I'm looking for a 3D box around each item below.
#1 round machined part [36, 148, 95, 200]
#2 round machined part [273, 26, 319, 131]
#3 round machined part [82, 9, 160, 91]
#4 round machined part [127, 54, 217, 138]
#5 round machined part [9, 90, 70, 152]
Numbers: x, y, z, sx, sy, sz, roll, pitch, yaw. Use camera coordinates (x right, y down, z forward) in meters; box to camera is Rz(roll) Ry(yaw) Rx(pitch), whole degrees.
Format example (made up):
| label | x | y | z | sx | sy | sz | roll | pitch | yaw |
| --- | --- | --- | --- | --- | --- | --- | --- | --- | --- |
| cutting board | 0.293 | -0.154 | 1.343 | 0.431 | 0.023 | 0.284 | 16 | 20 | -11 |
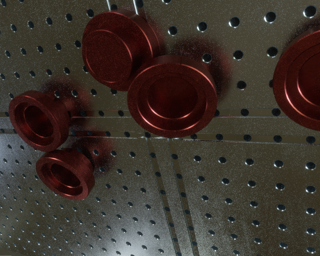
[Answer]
| label | x | y | z | sx | sy | sz | roll | pitch | yaw |
| --- | --- | --- | --- | --- | --- | --- | --- | --- | --- |
| round machined part | -0.152 | 0.072 | 0.516 | 0.098 | 0.042 | 0.097 | 13 | 131 | 15 |
| round machined part | 0.159 | -0.048 | 0.287 | 0.098 | 0.042 | 0.097 | 13 | 124 | 20 |
| round machined part | -0.053 | -0.089 | 0.372 | 0.098 | 0.042 | 0.097 | 13 | 124 | 20 |
| round machined part | 0.015 | -0.039 | 0.354 | 0.099 | 0.042 | 0.097 | 3 | 128 | 4 |
| round machined part | -0.183 | -0.014 | 0.485 | 0.098 | 0.042 | 0.097 | 13 | 124 | 20 |
